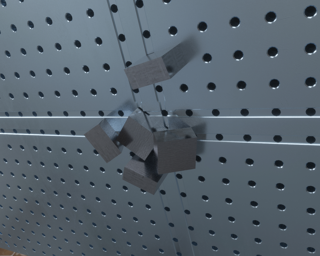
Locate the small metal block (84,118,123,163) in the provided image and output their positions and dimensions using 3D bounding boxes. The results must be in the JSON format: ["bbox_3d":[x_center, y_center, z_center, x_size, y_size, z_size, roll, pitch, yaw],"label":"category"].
[{"bbox_3d":[-0.077,0.016,0.441,0.025,0.050,0.050,-36,100,6],"label":"small metal block"}]

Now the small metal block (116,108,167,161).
[{"bbox_3d":[-0.026,0.009,0.429,0.050,0.025,0.050,36,129,4],"label":"small metal block"}]

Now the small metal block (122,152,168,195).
[{"bbox_3d":[-0.018,0.060,0.440,0.050,0.050,0.025,24,127,13],"label":"small metal block"}]

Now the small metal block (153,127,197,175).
[{"bbox_3d":[0.019,0.030,0.402,0.050,0.025,0.050,-7,122,-10],"label":"small metal block"}]

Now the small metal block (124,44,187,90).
[{"bbox_3d":[-0.004,-0.070,0.353,0.050,0.050,0.025,-11,113,32],"label":"small metal block"}]
